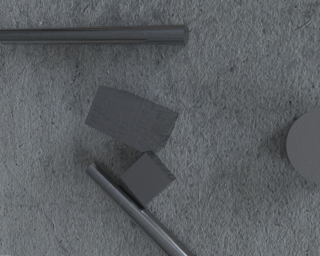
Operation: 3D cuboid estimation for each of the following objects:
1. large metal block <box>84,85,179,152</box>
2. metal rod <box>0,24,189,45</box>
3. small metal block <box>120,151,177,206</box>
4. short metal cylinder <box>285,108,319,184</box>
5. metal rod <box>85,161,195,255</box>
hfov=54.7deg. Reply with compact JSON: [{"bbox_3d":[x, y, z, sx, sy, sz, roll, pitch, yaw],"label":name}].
[{"bbox_3d":[-0.032,-0.012,0.390,0.080,0.080,0.050,25,98,18],"label":"large metal block"},{"bbox_3d":[-0.108,-0.133,0.445,0.301,0.025,0.025,5,92,19],"label":"metal rod"},{"bbox_3d":[-0.015,0.067,0.414,0.050,0.025,0.050,-45,77,14],"label":"small metal block"},{"bbox_3d":[0.178,0.018,0.333,0.080,0.050,0.079,0,90,19],"label":"short metal cylinder"},{"bbox_3d":[0.012,0.152,0.403,0.300,0.025,0.025,41,103,15],"label":"metal rod"}]
